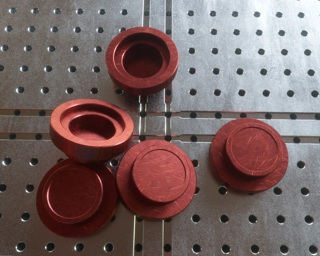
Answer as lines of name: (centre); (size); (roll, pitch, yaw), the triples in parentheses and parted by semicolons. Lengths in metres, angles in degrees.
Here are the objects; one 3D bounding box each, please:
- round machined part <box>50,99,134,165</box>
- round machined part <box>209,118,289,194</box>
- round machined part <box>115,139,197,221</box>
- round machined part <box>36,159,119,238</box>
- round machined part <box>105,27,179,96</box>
round machined part: (-0.084, 0.008, 0.382); (0.099, 0.042, 0.098); (11, 34, -7)
round machined part: (0.114, 0.032, 0.392); (0.099, 0.042, 0.098); (0, 70, -1)
round machined part: (-0.002, 0.059, 0.370); (0.099, 0.042, 0.098); (6, 66, -12)
round machined part: (-0.100, 0.081, 0.372); (0.099, 0.042, 0.098); (0, 70, 0)
round machined part: (-0.024, -0.089, 0.435); (0.099, 0.042, 0.098); (0, 70, -1)
